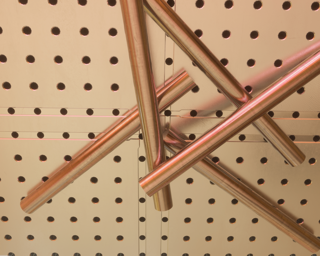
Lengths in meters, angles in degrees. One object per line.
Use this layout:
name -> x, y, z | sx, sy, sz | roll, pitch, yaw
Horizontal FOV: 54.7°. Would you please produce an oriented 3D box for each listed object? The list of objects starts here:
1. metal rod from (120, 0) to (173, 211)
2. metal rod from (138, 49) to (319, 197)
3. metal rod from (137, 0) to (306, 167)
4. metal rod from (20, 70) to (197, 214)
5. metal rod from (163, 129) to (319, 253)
metal rod -> -0.016, -0.034, 0.373 | 0.025, 0.025, 0.298 | -8, 108, 2
metal rod -> 0.103, -0.014, 0.378 | 0.301, 0.025, 0.025 | -36, 107, -1
metal rod -> 0.086, -0.055, 0.394 | 0.025, 0.025, 0.300 | -43, 105, 14
metal rod -> -0.077, 0.025, 0.421 | 0.300, 0.025, 0.025 | -37, 106, 12
metal rod -> 0.123, 0.097, 0.451 | 0.301, 0.025, 0.025 | 36, 106, -13
